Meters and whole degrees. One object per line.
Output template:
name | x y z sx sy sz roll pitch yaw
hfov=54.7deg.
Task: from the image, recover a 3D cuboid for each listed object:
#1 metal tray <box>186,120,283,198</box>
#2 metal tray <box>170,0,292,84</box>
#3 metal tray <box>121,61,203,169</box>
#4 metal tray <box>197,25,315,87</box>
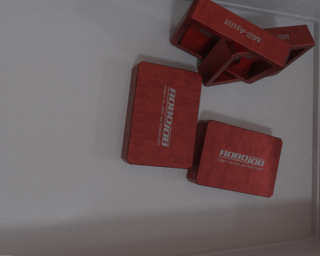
metal tray | 0.111 0.046 0.450 0.131 0.030 0.090 14 85 -20
metal tray | 0.086 -0.107 0.397 0.131 0.090 0.030 25 81 -9
metal tray | 0.003 -0.015 0.410 0.091 0.030 0.129 8 87 -20
metal tray | 0.128 -0.097 0.422 0.131 0.090 0.030 -12 75 -20
